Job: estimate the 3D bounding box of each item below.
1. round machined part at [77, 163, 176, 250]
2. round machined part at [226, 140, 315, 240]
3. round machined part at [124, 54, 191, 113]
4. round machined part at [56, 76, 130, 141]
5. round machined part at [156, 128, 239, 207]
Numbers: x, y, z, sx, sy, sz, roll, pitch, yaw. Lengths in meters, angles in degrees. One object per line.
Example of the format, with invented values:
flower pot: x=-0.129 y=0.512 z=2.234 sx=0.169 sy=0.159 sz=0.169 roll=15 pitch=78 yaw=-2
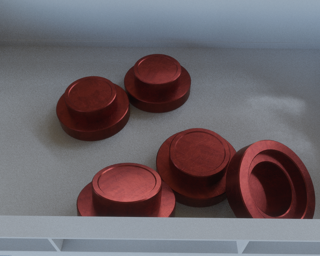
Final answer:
round machined part: x=-0.033 y=0.070 z=0.311 sx=0.099 sy=0.042 sz=0.098 roll=3 pitch=25 yaw=-1
round machined part: x=0.108 y=0.065 z=0.322 sx=0.099 sy=0.042 sz=0.098 roll=10 pitch=67 yaw=-23
round machined part: x=-0.004 y=-0.072 z=0.454 sx=0.099 sy=0.042 sz=0.098 roll=0 pitch=50 yaw=0
round machined part: x=-0.091 y=-0.033 z=0.421 sx=0.099 sy=0.042 sz=0.098 roll=0 pitch=50 yaw=0
round machined part: x=0.045 y=0.039 z=0.362 sx=0.099 sy=0.042 sz=0.098 roll=0 pitch=50 yaw=0
